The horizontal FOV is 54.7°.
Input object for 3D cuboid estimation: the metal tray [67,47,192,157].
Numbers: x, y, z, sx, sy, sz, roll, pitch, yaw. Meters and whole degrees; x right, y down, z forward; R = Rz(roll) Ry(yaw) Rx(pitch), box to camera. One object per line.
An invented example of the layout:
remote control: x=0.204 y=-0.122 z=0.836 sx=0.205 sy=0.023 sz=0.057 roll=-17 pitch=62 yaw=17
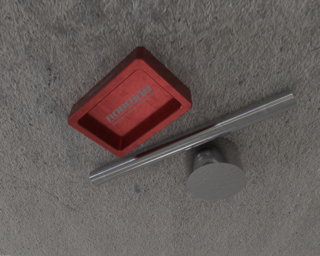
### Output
metal tray: x=-0.037 y=-0.026 z=0.381 sx=0.130 sy=0.030 sz=0.090 roll=-36 pitch=122 yaw=26

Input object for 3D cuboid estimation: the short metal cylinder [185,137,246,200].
short metal cylinder: x=0.077 y=0.059 z=0.442 sx=0.081 sy=0.050 sz=0.079 roll=0 pitch=130 yaw=0

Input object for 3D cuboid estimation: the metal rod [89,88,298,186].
metal rod: x=0.032 y=0.020 z=0.424 sx=0.300 sy=0.025 sz=0.025 roll=-23 pitch=126 yaw=18
